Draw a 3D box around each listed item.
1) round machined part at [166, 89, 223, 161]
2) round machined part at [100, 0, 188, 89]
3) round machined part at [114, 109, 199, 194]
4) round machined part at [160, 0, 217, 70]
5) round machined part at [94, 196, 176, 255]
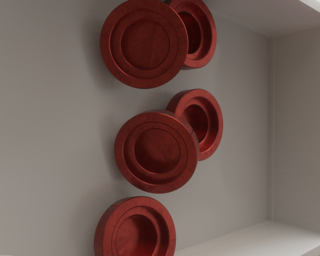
[{"bbox_3d":[0.041,-0.005,0.432,0.099,0.042,0.097,0,90,-40],"label":"round machined part"},{"bbox_3d":[-0.017,-0.096,0.361,0.042,0.098,0.097,-73,150,-76],"label":"round machined part"},{"bbox_3d":[-0.001,0.025,0.372,0.042,0.098,0.097,-45,125,-72],"label":"round machined part"},{"bbox_3d":[0.030,-0.128,0.422,0.099,0.042,0.097,0,90,-40],"label":"round machined part"},{"bbox_3d":[-0.032,0.130,0.362,0.099,0.042,0.098,11,72,-35],"label":"round machined part"}]
